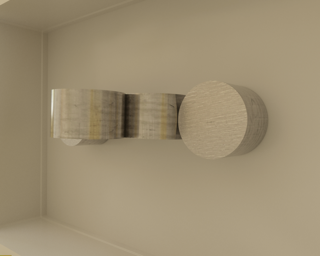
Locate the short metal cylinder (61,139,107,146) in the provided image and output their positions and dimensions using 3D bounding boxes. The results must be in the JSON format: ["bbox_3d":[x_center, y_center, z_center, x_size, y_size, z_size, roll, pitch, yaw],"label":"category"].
[{"bbox_3d":[-0.118,-0.013,0.486,0.080,0.050,0.080,0,90,40],"label":"short metal cylinder"}]

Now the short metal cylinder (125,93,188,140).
[{"bbox_3d":[-0.004,-0.014,0.372,0.080,0.081,0.050,2,92,40],"label":"short metal cylinder"}]

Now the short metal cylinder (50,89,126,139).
[{"bbox_3d":[-0.080,-0.015,0.345,0.080,0.081,0.050,2,92,40],"label":"short metal cylinder"}]

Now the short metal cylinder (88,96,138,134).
[{"bbox_3d":[-0.066,-0.016,0.423,0.080,0.081,0.050,2,92,40],"label":"short metal cylinder"}]

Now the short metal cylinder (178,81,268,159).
[{"bbox_3d":[0.067,-0.008,0.333,0.080,0.050,0.080,0,90,40],"label":"short metal cylinder"}]
